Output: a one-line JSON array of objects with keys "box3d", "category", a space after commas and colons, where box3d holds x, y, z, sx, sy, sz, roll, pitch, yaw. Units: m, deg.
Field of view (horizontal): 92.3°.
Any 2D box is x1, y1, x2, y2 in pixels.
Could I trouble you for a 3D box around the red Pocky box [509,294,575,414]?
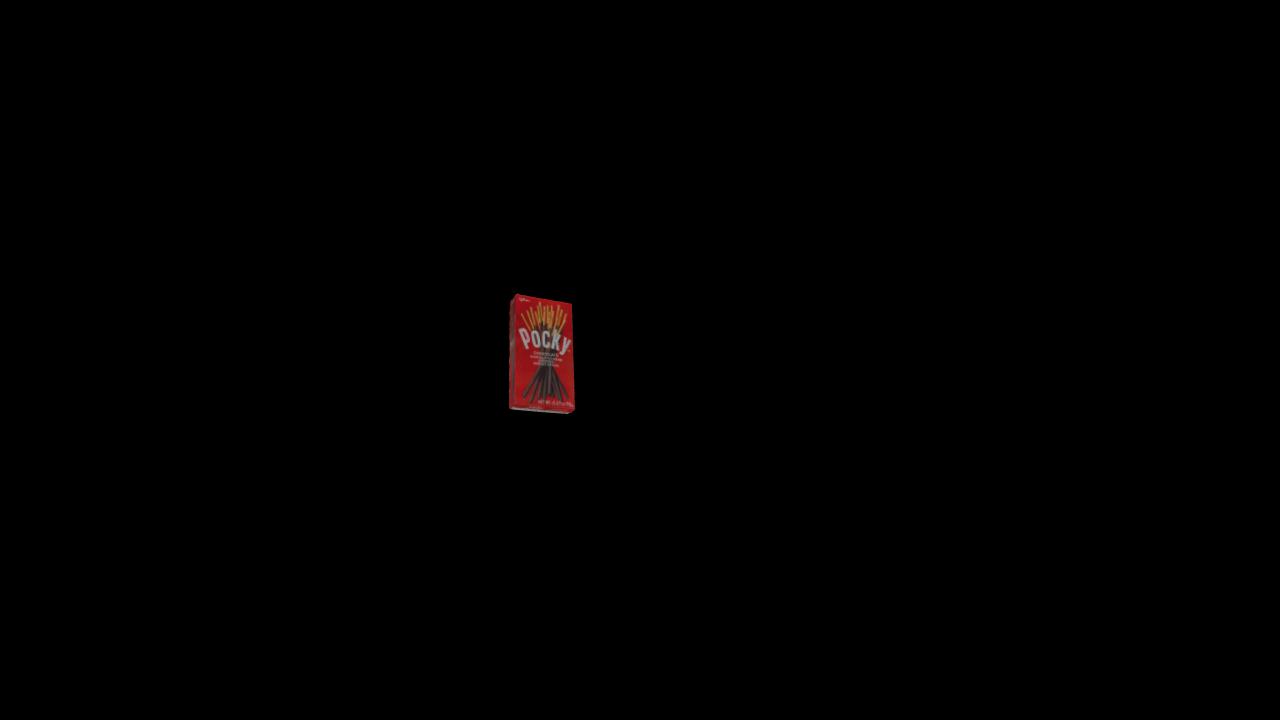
[{"box3d": [-0.129, -0.009, 0.808, 0.083, 0.155, 0.028, 7, -23, -27], "category": "red Pocky box"}]
